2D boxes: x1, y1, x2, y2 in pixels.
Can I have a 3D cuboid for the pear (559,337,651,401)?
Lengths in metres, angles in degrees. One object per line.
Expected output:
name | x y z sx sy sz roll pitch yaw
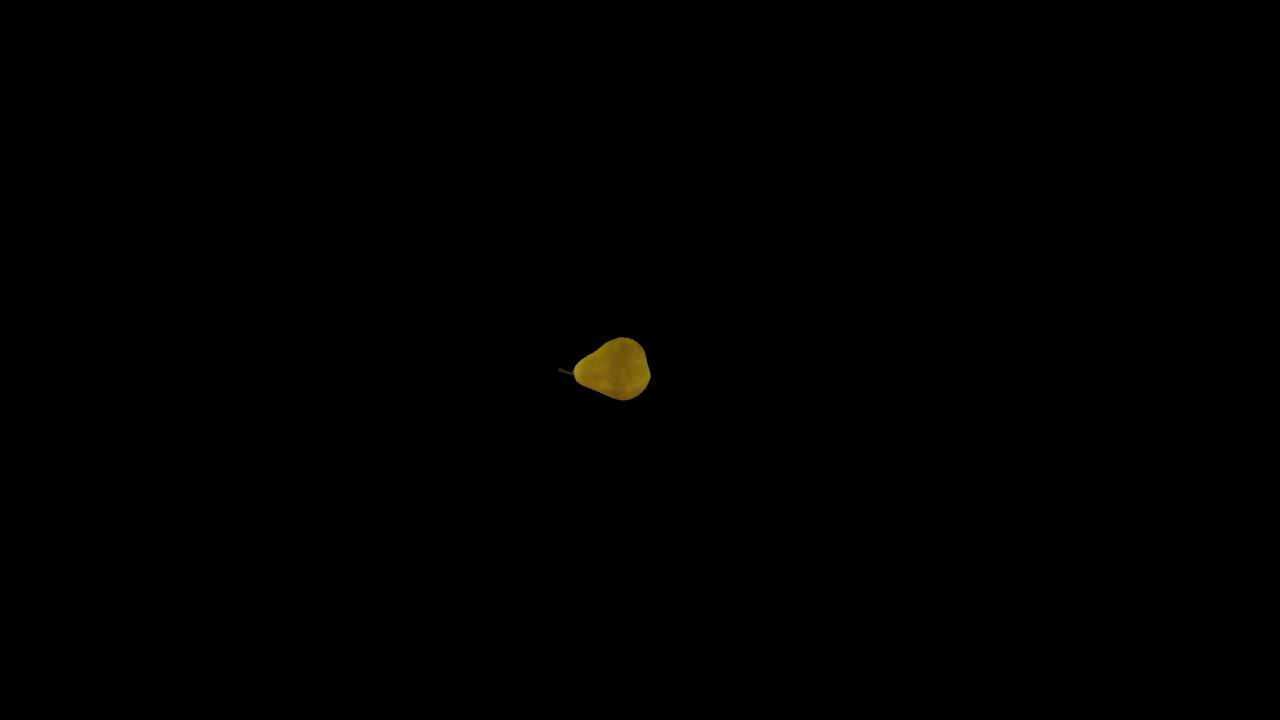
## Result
pear | -0.044 0.017 0.780 0.111 0.080 0.080 -15 2 -7
